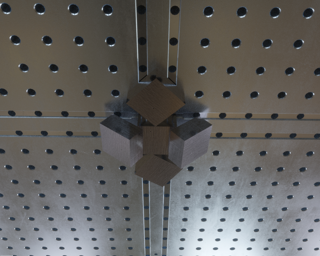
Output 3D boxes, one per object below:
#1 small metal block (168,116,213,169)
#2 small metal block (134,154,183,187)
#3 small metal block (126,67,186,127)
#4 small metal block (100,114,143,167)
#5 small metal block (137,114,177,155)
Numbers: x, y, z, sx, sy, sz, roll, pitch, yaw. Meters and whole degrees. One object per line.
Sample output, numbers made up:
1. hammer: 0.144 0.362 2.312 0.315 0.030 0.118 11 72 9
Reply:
1. small metal block: 0.039 0.019 0.410 0.050 0.025 0.050 -27 139 -31
2. small metal block: -0.002 0.055 0.457 0.050 0.025 0.050 28 125 -20
3. small metal block: -0.005 -0.037 0.380 0.050 0.025 0.050 -37 121 26
4. small metal block: -0.050 0.016 0.408 0.050 0.025 0.050 27 137 25
5. small metal block: -0.004 0.009 0.418 0.050 0.025 0.050 1 129 -1
